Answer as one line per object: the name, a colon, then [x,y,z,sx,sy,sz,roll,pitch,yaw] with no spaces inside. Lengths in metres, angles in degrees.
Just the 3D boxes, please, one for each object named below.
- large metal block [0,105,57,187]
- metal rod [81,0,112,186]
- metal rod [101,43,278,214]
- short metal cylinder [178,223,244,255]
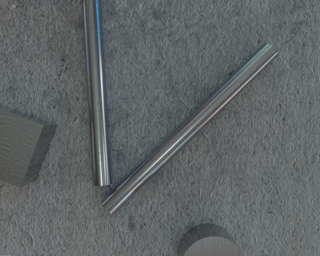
large metal block: [-0.191,0.020,0.395,0.080,0.050,0.080,20,90,-1]
metal rod: [-0.085,-0.075,0.408,0.025,0.025,0.298,-3,90,-1]
metal rod: [0.039,0.001,0.410,0.300,0.025,0.025,-44,91,-1]
short metal cylinder: [0.065,0.171,0.399,0.081,0.050,0.079,0,90,-1]
